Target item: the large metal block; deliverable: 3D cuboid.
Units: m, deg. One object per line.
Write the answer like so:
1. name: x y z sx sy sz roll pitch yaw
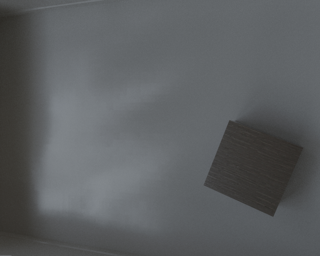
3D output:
1. large metal block: 0.107 0.043 0.359 0.080 0.050 0.080 22 97 18
